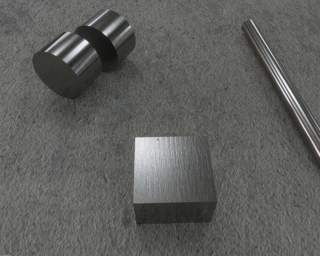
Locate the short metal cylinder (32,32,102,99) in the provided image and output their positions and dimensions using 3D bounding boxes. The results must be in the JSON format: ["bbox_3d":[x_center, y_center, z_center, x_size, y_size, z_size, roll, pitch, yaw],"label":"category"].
[{"bbox_3d":[-0.131,-0.088,0.441,0.080,0.080,0.050,20,53,16],"label":"short metal cylinder"}]

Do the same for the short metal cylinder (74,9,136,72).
[{"bbox_3d":[-0.085,-0.134,0.480,0.080,0.080,0.050,22,54,17],"label":"short metal cylinder"}]

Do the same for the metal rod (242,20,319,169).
[{"bbox_3d":[0.181,-0.071,0.463,0.025,0.025,0.300,-6,50,-5],"label":"metal rod"}]

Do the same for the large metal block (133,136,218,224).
[{"bbox_3d":[0.014,0.056,0.340,0.081,0.050,0.080,-1,50,-1],"label":"large metal block"}]
